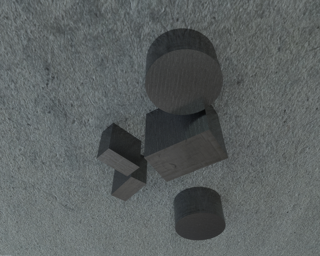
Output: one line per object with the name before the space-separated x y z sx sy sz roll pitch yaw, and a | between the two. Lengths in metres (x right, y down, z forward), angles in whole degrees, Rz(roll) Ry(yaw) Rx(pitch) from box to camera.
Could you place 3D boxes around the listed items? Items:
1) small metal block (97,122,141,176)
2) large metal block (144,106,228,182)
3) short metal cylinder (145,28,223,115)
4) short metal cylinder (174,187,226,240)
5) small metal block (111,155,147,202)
small metal block | -0.053 0.029 0.414 0.050 0.050 0.025 36 121 -27
large metal block | 0.029 0.008 0.378 0.080 0.080 0.050 -25 126 19
short metal cylinder | 0.025 -0.061 0.339 0.081 0.050 0.079 0 130 0
short metal cylinder | 0.064 0.143 0.513 0.081 0.050 0.079 0 130 0
small metal block | -0.044 0.070 0.450 0.025 0.050 0.050 31 123 -24
